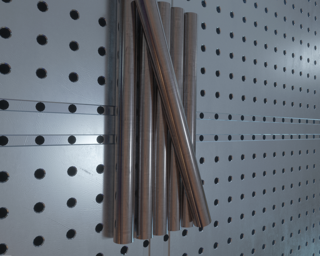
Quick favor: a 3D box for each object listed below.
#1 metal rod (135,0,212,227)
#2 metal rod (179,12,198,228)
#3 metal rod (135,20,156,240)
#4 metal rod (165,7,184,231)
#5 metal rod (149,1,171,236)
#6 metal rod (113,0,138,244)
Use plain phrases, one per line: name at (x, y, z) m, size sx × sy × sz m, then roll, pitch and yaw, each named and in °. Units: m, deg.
metal rod at (0.020, -0.012, 0.392) m, size 0.025 × 0.025 × 0.298 m, roll -25°, pitch 106°, yaw -37°
metal rod at (0.039, -0.012, 0.441) m, size 0.025 × 0.025 × 0.298 m, roll 2°, pitch 89°, yaw -40°
metal rod at (-0.018, -0.013, 0.391) m, size 0.025 × 0.025 × 0.298 m, roll 1°, pitch 89°, yaw -40°
metal rod at (0.019, -0.012, 0.425) m, size 0.025 × 0.025 × 0.298 m, roll 1°, pitch 89°, yaw -40°
metal rod at (0.000, -0.013, 0.407) m, size 0.025 × 0.025 × 0.298 m, roll 1°, pitch 89°, yaw -40°
metal rod at (-0.041, -0.015, 0.372) m, size 0.025 × 0.025 × 0.298 m, roll 1°, pitch 89°, yaw -40°
